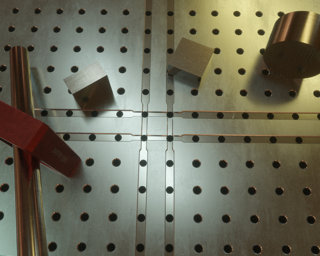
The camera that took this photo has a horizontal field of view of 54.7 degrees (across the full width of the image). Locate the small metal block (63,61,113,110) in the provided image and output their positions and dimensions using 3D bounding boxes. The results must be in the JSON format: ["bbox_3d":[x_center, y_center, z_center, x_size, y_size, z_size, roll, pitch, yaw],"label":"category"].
[{"bbox_3d":[-0.095,-0.056,0.418,0.050,0.050,0.025,-32,73,-11],"label":"small metal block"}]

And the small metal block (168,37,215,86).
[{"bbox_3d":[0.045,-0.096,0.447,0.050,0.025,0.050,23,72,8],"label":"small metal block"}]

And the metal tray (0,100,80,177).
[{"bbox_3d":[-0.151,0.012,0.351,0.090,0.130,0.030,26,72,9],"label":"metal tray"}]

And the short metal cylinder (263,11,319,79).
[{"bbox_3d":[0.189,-0.112,0.424,0.080,0.080,0.050,22,72,7],"label":"short metal cylinder"}]

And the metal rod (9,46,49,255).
[{"bbox_3d":[-0.152,0.007,0.348,0.025,0.025,0.299,-18,54,-6],"label":"metal rod"}]
